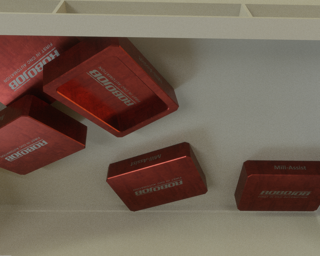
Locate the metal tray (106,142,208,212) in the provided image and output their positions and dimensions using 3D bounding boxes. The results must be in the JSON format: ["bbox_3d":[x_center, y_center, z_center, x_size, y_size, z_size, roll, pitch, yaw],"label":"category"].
[{"bbox_3d":[-0.003,0.078,0.472,0.130,0.030,0.090,-18,128,14],"label":"metal tray"}]

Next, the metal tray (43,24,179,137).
[{"bbox_3d":[-0.048,-0.042,0.339,0.090,0.030,0.130,-26,146,18],"label":"metal tray"}]

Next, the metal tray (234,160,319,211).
[{"bbox_3d":[0.192,0.093,0.488,0.131,0.030,0.089,1,130,-1],"label":"metal tray"}]

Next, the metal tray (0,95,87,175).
[{"bbox_3d":[-0.169,0.015,0.391,0.130,0.030,0.090,-23,142,27],"label":"metal tray"}]

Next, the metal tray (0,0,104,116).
[{"bbox_3d":[-0.137,-0.073,0.341,0.130,0.030,0.090,-29,125,22],"label":"metal tray"}]
